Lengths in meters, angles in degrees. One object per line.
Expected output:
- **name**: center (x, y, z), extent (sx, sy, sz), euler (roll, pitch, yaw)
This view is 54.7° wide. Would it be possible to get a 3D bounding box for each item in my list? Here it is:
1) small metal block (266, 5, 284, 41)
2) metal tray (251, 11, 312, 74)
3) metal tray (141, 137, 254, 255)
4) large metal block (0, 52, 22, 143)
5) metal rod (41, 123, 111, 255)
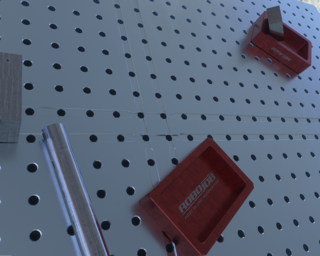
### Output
- **small metal block**: center (0.236, -0.212, 0.634), extent (0.050, 0.025, 0.050), euler (55, 33, -49)
- **metal tray**: center (0.262, -0.184, 0.661), extent (0.130, 0.030, 0.090), euler (30, 52, -9)
- **metal tray**: center (0.051, 0.081, 0.384), extent (0.090, 0.030, 0.131), euler (48, 51, 5)
- **large metal block**: center (-0.185, -0.032, 0.312), extent (0.081, 0.050, 0.080), euler (3, 61, -27)
- **metal rod**: center (-0.059, 0.130, 0.297), extent (0.025, 0.025, 0.299), euler (-13, 68, -34)
